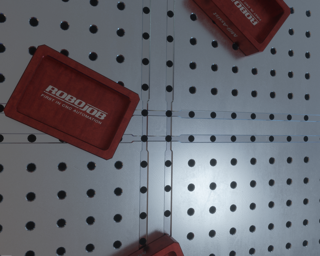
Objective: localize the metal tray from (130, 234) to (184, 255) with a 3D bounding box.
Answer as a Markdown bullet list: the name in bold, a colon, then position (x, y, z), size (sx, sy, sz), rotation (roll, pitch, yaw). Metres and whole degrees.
- **metal tray**: position (-0.022, 0.211, 0.401), size (0.131, 0.030, 0.090), rotation (-24, 98, -18)

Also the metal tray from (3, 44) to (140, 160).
- **metal tray**: position (-0.101, -0.028, 0.372), size (0.131, 0.030, 0.090), rotation (27, 81, -18)

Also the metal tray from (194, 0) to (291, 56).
- **metal tray**: position (0.120, -0.182, 0.453), size (0.130, 0.030, 0.090), rotation (41, 77, -16)
